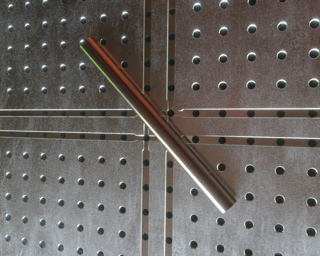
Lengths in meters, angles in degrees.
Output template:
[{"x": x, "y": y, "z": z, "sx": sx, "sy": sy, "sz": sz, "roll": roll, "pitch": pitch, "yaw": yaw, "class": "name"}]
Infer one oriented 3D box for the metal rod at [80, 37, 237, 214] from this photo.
[{"x": -0.010, "y": -0.012, "z": 0.417, "sx": 0.025, "sy": 0.025, "sz": 0.300, "roll": -44, "pitch": 76, "yaw": 15, "class": "metal rod"}]
